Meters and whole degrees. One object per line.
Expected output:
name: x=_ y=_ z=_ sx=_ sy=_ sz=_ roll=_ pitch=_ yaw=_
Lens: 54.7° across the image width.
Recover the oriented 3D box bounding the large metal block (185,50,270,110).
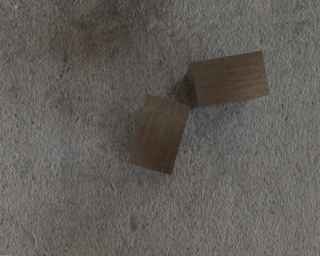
large metal block: x=0.078 y=-0.055 z=0.383 sx=0.080 sy=0.080 sz=0.050 roll=-10 pitch=90 yaw=0

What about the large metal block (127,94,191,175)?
large metal block: x=-0.001 y=0.007 z=0.382 sx=0.050 sy=0.080 sz=0.080 roll=16 pitch=90 yaw=0
